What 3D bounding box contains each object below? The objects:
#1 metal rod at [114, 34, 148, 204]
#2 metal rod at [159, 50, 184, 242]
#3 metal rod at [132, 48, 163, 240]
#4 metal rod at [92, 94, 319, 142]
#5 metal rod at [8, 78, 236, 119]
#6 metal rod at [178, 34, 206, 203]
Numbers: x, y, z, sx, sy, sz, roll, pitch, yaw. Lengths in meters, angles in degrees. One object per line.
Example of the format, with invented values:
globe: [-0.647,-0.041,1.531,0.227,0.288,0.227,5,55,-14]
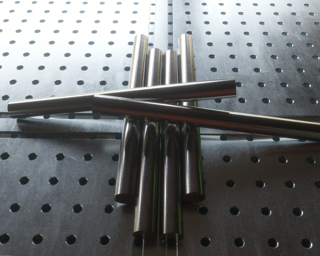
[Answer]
metal rod: [-0.035,-0.037,0.438,0.025,0.025,0.300,1,50,1]
metal rod: [0.015,-0.003,0.412,0.025,0.025,0.300,1,50,1]
metal rod: [-0.012,-0.006,0.411,0.025,0.025,0.300,1,50,1]
metal rod: [0.069,-0.011,0.390,0.302,0.025,0.025,7,50,-6]
metal rod: [-0.054,-0.038,0.410,0.301,0.025,0.025,-5,50,7]
metal rod: [0.041,-0.038,0.439,0.025,0.025,0.300,1,50,1]
